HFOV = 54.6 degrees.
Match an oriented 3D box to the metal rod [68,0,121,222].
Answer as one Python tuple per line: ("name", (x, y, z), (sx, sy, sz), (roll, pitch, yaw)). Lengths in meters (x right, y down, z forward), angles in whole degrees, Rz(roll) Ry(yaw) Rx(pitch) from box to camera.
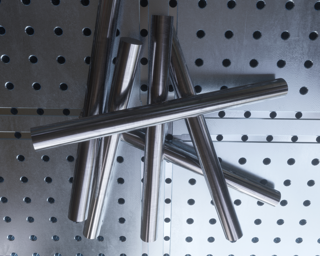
("metal rod", (-0.080, -0.027, 0.378), (0.025, 0.025, 0.298), (10, 101, -4))

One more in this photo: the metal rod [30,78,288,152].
("metal rod", (0.014, -0.020, 0.355), (0.302, 0.025, 0.025), (-13, 111, -16))

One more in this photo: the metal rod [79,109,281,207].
("metal rod", (0.033, 0.042, 0.429), (0.301, 0.025, 0.025), (24, 108, -9))

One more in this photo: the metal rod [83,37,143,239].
("metal rod", (-0.067, 0.033, 0.401), (0.025, 0.025, 0.298), (14, 118, -5))

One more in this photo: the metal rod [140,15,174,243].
("metal rod", (-0.006, 0.016, 0.391), (0.025, 0.025, 0.298), (3, 111, -1))

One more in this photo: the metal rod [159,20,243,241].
("metal rod", (0.052, 0.011, 0.398), (0.025, 0.025, 0.299), (-19, 102, 7))
